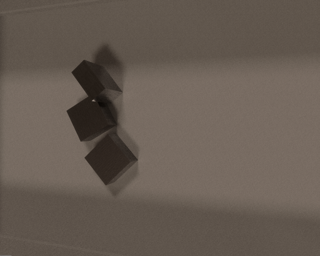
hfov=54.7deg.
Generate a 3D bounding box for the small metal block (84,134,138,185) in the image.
[{"bbox_3d":[-0.068,0.043,0.433,0.050,0.025,0.050,-44,77,14],"label":"small metal block"}]

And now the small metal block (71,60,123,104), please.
[{"bbox_3d":[-0.085,-0.062,0.426,0.025,0.050,0.050,-40,78,15],"label":"small metal block"}]

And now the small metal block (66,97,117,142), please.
[{"bbox_3d":[-0.098,-0.015,0.444,0.050,0.025,0.050,-30,81,17],"label":"small metal block"}]
